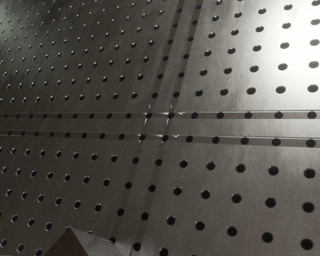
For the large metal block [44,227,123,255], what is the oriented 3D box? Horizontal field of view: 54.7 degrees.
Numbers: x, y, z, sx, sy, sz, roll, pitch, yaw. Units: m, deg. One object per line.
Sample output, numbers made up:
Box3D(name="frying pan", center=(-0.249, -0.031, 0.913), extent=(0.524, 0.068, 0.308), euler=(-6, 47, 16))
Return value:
Box3D(name="large metal block", center=(-0.065, 0.154, 0.311), extent=(0.050, 0.080, 0.080), euler=(-48, 52, -5))
